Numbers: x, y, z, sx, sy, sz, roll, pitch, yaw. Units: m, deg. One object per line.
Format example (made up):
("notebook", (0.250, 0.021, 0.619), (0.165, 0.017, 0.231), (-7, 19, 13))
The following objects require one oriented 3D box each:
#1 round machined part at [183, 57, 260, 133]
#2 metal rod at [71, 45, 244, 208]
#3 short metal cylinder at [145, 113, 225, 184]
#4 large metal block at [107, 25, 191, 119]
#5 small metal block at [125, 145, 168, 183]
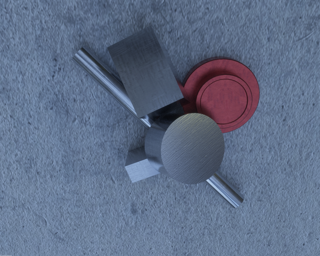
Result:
("round machined part", (0.076, -0.038, 0.388), (0.099, 0.042, 0.097), (0, 110, -1))
("metal rod", (0.007, 0.007, 0.414), (0.025, 0.025, 0.300), (-43, 105, 14))
("short metal cylinder", (0.028, 0.022, 0.366), (0.081, 0.050, 0.079), (-1, 93, -23))
("large metal block", (-0.008, -0.057, 0.349), (0.050, 0.080, 0.080), (-25, 86, 10))
("small metal block", (-0.017, 0.043, 0.414), (0.050, 0.050, 0.025), (-20, 108, 6))
